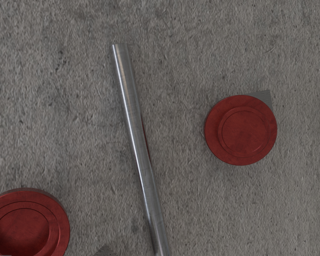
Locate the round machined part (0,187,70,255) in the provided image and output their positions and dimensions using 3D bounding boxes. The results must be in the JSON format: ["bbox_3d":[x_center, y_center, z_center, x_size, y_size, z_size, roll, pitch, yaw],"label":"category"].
[{"bbox_3d":[-0.152,0.115,0.344,0.099,0.042,0.097,0,90,-20],"label":"round machined part"}]

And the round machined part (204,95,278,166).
[{"bbox_3d":[0.110,0.004,0.422,0.099,0.042,0.097,0,95,3],"label":"round machined part"}]

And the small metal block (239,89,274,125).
[{"bbox_3d":[0.139,-0.028,0.460,0.050,0.025,0.050,-12,94,-20],"label":"small metal block"}]

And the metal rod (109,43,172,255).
[{"bbox_3d":[-0.023,0.042,0.400,0.025,0.025,0.298,-13,95,-20],"label":"metal rod"}]

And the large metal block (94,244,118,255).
[{"bbox_3d":[-0.070,0.193,0.354,0.080,0.080,0.050,-42,104,-15],"label":"large metal block"}]
